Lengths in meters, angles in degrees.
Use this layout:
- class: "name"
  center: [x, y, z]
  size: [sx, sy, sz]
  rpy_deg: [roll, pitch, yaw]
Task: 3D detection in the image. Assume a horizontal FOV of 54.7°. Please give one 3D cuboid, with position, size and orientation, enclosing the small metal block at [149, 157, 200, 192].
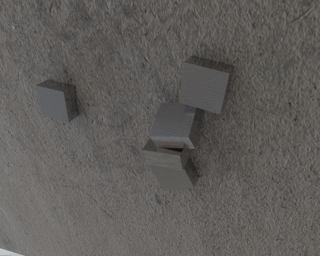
- class: "small metal block"
  center: [0.020, 0.058, 0.433]
  size: [0.050, 0.025, 0.050]
  rpy_deg: [-16, 110, 34]

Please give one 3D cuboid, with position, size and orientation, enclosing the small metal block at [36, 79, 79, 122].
- class: "small metal block"
  center: [-0.152, -0.041, 0.462]
  size: [0.050, 0.025, 0.050]
  rpy_deg: [14, 124, 20]

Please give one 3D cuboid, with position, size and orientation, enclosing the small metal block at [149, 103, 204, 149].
- class: "small metal block"
  center: [0.021, -0.004, 0.374]
  size: [0.050, 0.050, 0.025]
  rpy_deg: [1, 145, 28]

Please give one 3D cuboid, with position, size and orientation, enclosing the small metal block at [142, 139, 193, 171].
- class: "small metal block"
  center: [0.013, 0.024, 0.397]
  size: [0.050, 0.050, 0.025]
  rpy_deg: [7, 130, 25]

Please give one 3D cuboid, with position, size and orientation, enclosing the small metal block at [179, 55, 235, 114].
- class: "small metal block"
  center: [0.052, -0.049, 0.349]
  size: [0.050, 0.025, 0.050]
  rpy_deg: [18, 125, 17]
